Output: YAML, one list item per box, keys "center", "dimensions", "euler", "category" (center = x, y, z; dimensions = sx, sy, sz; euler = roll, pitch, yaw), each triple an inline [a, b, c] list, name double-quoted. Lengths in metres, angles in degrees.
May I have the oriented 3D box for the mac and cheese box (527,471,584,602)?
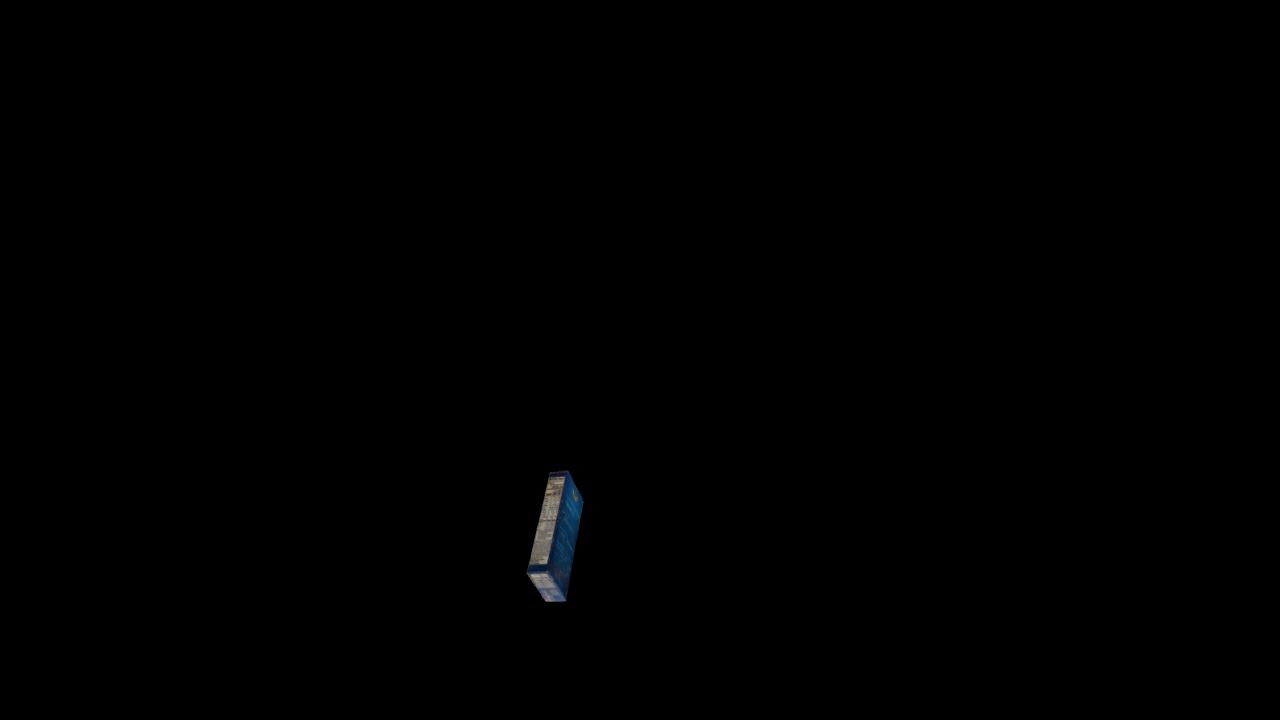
- center: [-0.134, 0.282, 0.997]
  dimensions: [0.041, 0.093, 0.184]
  euler: [-8, 41, 13]
  category: "mac and cheese box"
